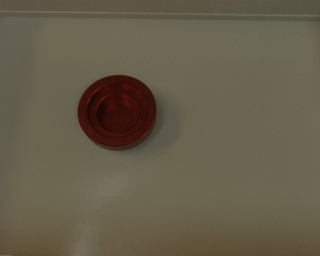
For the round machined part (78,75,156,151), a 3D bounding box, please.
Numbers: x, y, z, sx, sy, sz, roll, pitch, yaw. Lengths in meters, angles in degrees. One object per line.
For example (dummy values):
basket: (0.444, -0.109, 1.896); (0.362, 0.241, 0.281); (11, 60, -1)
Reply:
round machined part: (-0.054, -0.017, 0.407); (0.099, 0.042, 0.098); (0, 70, 0)
